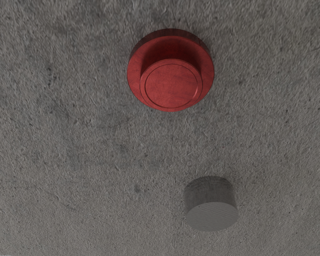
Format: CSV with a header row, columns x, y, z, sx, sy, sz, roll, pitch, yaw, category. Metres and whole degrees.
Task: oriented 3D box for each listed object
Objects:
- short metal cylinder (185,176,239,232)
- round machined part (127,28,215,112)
x,y,z,sx,sy,sz,roll,pitch,yaw,category
0.080,0.122,0.496,0.081,0.050,0.079,0,130,0,short metal cylinder
0.012,-0.057,0.348,0.099,0.042,0.097,0,130,0,round machined part
